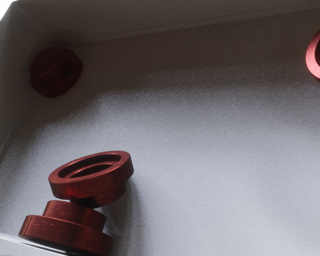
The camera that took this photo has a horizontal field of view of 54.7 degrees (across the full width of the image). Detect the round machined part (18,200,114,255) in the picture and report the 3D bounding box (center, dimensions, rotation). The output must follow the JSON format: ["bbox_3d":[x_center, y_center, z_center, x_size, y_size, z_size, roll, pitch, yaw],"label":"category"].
[{"bbox_3d":[-0.098,0.111,0.343,0.098,0.098,0.042,-2,58,27],"label":"round machined part"}]

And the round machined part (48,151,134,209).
[{"bbox_3d":[-0.079,0.064,0.375,0.099,0.042,0.098,-12,12,3],"label":"round machined part"}]

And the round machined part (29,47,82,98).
[{"bbox_3d":[-0.194,-0.107,0.559,0.098,0.042,0.098,-11,58,18],"label":"round machined part"}]

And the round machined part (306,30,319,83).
[{"bbox_3d":[0.208,-0.078,0.319,0.098,0.042,0.098,-34,38,33],"label":"round machined part"}]
